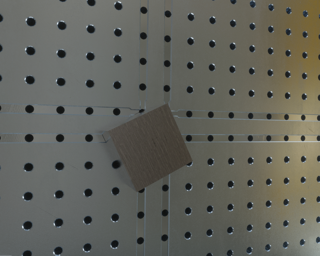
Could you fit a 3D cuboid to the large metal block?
[{"bbox_3d":[-0.018,0.022,0.394,0.081,0.050,0.080,-27,99,-18],"label":"large metal block"}]
